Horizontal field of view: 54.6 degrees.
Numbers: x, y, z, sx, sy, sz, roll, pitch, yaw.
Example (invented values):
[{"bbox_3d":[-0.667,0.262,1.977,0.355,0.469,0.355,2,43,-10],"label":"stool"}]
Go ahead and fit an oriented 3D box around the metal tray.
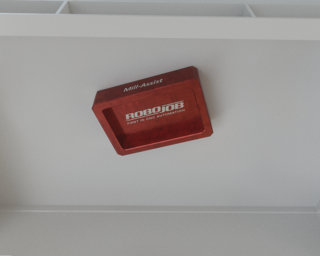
[{"bbox_3d":[-0.007,-0.017,0.390,0.130,0.030,0.090,-13,129,11],"label":"metal tray"}]
